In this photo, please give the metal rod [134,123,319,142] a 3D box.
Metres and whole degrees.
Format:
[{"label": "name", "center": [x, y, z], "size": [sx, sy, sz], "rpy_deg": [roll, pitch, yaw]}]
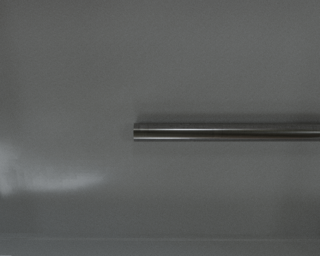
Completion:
[{"label": "metal rod", "center": [0.117, 0.006, 0.415], "size": [0.302, 0.025, 0.025], "rpy_deg": [0, 110, -1]}]
